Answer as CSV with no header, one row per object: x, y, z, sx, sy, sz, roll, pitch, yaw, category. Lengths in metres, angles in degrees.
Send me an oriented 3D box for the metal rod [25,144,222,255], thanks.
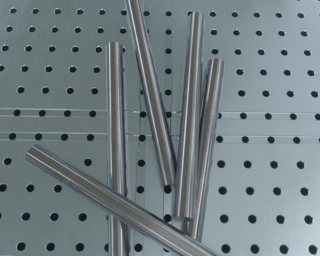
-0.022,0.102,0.346,0.301,0.025,0.025,29,73,9,metal rod

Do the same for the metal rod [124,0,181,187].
-0.015,-0.066,0.435,0.025,0.025,0.299,-11,70,-4,metal rod

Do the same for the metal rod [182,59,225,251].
0.054,0.045,0.395,0.025,0.025,0.299,10,70,3,metal rod

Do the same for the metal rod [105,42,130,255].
-0.057,0.021,0.403,0.025,0.025,0.299,-4,70,-2,metal rod

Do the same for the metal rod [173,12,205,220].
0.042,-0.033,0.412,0.025,0.025,0.299,5,66,2,metal rod
